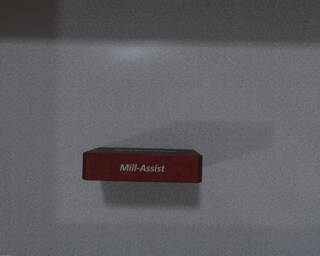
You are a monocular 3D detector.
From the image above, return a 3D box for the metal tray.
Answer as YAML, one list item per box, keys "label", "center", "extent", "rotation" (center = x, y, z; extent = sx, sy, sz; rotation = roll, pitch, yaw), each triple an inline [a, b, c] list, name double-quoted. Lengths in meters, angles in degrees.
- label: "metal tray"
  center: [-0.019, 0.043, 0.378]
  extent: [0.131, 0.090, 0.030]
  rotation: [1, 90, 0]
